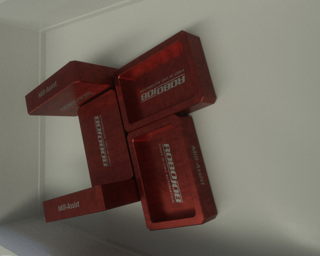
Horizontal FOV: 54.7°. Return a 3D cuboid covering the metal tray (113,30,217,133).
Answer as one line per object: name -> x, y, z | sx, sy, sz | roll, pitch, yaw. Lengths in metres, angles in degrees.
metal tray -> 0.000, -0.054, 0.399 | 0.130, 0.030, 0.090 | -22, 77, 37

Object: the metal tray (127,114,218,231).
metal tray -> 0.011, 0.057, 0.390 | 0.090, 0.030, 0.129 | -22, 76, 37

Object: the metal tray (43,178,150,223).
metal tray -> -0.089, 0.100, 0.431 | 0.130, 0.091, 0.030 | -22, 77, 37

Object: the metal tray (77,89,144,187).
metal tray -> -0.073, 0.018, 0.458 | 0.090, 0.030, 0.129 | -22, 76, 37

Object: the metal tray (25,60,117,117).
metal tray -> -0.127, -0.053, 0.461 | 0.130, 0.091, 0.030 | -23, 76, 37
